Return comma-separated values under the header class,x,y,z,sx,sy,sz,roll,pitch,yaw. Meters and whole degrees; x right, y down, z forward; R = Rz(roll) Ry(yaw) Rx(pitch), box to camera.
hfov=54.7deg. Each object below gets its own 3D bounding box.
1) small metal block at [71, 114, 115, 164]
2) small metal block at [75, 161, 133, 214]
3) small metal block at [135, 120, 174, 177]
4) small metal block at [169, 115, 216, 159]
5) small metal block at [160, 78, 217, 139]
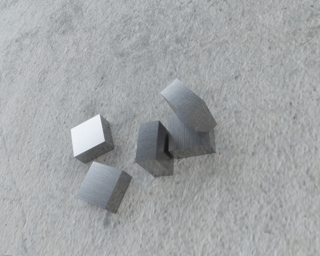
class,x,y,z,sx,sy,sz,roll,pitch,yaw
small metal block,-0.097,0.016,0.443,0.050,0.025,0.050,-27,53,11
small metal block,-0.071,0.075,0.394,0.050,0.025,0.050,11,67,32
small metal block,-0.004,0.026,0.373,0.025,0.050,0.050,-9,58,23
small metal block,0.039,0.007,0.378,0.050,0.025,0.050,-12,57,21
small metal block,0.033,-0.022,0.351,0.025,0.050,0.050,-42,51,-1
